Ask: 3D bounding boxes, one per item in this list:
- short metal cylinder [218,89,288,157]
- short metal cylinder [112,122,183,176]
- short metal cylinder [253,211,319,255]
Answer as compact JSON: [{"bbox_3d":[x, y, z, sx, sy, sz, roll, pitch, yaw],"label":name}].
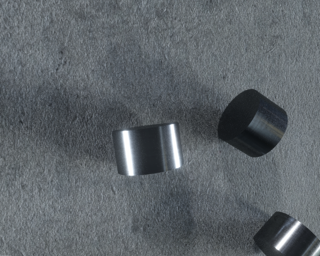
[{"bbox_3d":[0.125,-0.006,0.426,0.050,0.080,0.080,30,80,-18],"label":"short metal cylinder"},{"bbox_3d":[-0.014,0.023,0.374,0.081,0.080,0.050,-9,93,-20],"label":"short metal cylinder"},{"bbox_3d":[0.184,0.168,0.448,0.050,0.080,0.080,-42,104,-15],"label":"short metal cylinder"}]
